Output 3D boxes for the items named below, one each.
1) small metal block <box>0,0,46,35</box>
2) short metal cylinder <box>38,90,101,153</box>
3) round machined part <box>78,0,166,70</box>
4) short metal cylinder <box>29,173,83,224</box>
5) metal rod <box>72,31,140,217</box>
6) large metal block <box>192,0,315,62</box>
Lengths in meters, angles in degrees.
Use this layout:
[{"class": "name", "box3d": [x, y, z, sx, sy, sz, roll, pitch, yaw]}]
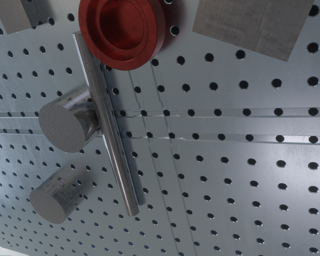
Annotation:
[{"class": "small metal block", "box3d": [-0.190, -0.157, 0.414, 0.050, 0.025, 0.050, -3, 117, 29]}, {"class": "short metal cylinder", "box3d": [-0.129, -0.010, 0.457, 0.080, 0.050, 0.079, 13, 124, 21]}, {"class": "round machined part", "box3d": [-0.038, -0.118, 0.347, 0.098, 0.042, 0.097, 13, 124, 21]}, {"class": "short metal cylinder", "box3d": [-0.194, 0.131, 0.579, 0.080, 0.050, 0.079, 13, 124, 21]}, {"class": "metal rod", "box3d": [-0.072, 0.010, 0.455, 0.025, 0.025, 0.298, 3, 120, 26]}, {"class": "large metal block", "box3d": [0.084, -0.105, 0.267, 0.080, 0.080, 0.050, 23, 127, 14]}]
